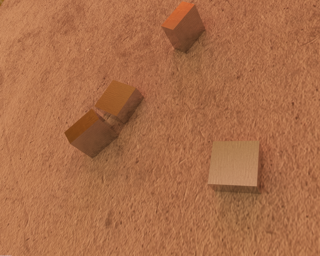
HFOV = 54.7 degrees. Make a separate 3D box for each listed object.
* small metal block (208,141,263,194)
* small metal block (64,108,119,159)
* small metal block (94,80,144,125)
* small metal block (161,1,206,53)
[{"bbox_3d":[0.083,0.042,0.335,0.050,0.025,0.050,-2,61,27],"label":"small metal block"},{"bbox_3d":[-0.094,0.009,0.432,0.050,0.050,0.025,-41,51,0],"label":"small metal block"},{"bbox_3d":[-0.061,-0.039,0.460,0.050,0.025,0.050,23,74,36],"label":"small metal block"},{"bbox_3d":[0.036,-0.149,0.460,0.025,0.050,0.050,33,80,38],"label":"small metal block"}]
